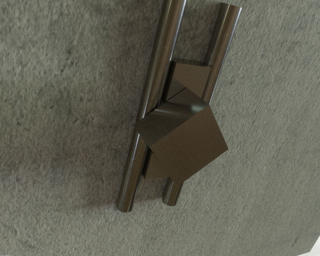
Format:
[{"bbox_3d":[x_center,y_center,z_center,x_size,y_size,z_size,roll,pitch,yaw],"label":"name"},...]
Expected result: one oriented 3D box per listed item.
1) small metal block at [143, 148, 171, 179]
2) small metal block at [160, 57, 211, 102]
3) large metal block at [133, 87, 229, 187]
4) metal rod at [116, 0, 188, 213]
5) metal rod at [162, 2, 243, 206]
[{"bbox_3d":[0.002,0.043,0.436,0.050,0.025,0.050,1,118,-29],"label":"small metal block"},{"bbox_3d":[0.030,-0.059,0.388,0.050,0.025,0.050,1,118,-29],"label":"small metal block"},{"bbox_3d":[0.027,0.012,0.381,0.080,0.050,0.080,-35,129,-5],"label":"large metal block"},{"bbox_3d":[-0.016,-0.016,0.392,0.025,0.025,0.298,1,118,-29],"label":"metal rod"},{"bbox_3d":[0.051,-0.015,0.429,0.025,0.025,0.298,1,118,-29],"label":"metal rod"}]
